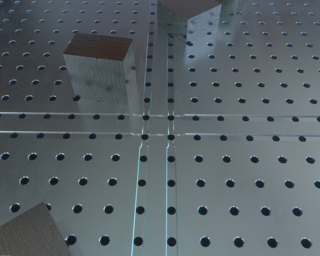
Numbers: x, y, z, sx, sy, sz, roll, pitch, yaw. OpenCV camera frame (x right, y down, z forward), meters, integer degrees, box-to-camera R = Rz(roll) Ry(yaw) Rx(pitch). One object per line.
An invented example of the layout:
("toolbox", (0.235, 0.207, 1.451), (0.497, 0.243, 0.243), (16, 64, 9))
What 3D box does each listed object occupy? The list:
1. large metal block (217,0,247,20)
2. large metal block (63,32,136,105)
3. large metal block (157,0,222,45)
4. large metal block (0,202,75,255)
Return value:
("large metal block", (0.127, -0.267, 0.616), (0.080, 0.050, 0.080), (21, 53, 17))
("large metal block", (-0.081, -0.083, 0.442), (0.080, 0.080, 0.050), (8, 51, 7))
("large metal block", (0.052, -0.205, 0.564), (0.080, 0.050, 0.080), (-32, 57, -24))
("large metal block", (-0.121, 0.130, 0.282), (0.080, 0.050, 0.080), (-29, 56, -22))
